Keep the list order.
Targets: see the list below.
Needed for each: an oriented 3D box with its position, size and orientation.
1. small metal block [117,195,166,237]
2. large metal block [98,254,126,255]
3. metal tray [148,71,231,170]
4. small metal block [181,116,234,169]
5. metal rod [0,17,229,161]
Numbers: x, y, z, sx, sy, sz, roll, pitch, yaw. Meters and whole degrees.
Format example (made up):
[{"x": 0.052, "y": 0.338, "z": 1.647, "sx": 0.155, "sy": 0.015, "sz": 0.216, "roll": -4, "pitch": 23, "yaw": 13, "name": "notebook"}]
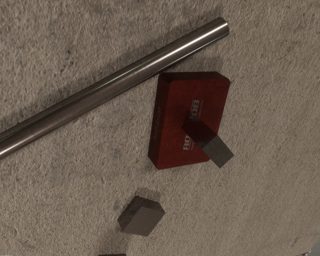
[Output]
[{"x": -0.028, "y": 0.137, "z": 0.478, "sx": 0.050, "sy": 0.025, "sz": 0.050, "roll": 27, "pitch": 103, "yaw": -38, "name": "small metal block"}, {"x": -0.078, "y": 0.261, "z": 0.492, "sx": 0.050, "sy": 0.080, "sz": 0.079, "roll": 13, "pitch": 111, "yaw": -34, "name": "large metal block"}, {"x": 0.037, "y": -0.010, "z": 0.420, "sx": 0.091, "sy": 0.030, "sz": 0.129, "roll": -6, "pitch": 121, "yaw": -26, "name": "metal tray"}, {"x": 0.061, "y": 0.018, "z": 0.398, "sx": 0.025, "sy": 0.050, "sz": 0.050, "roll": -44, "pitch": 130, "yaw": 2, "name": "small metal block"}, {"x": -0.052, "y": -0.048, "z": 0.349, "sx": 0.301, "sy": 0.025, "sz": 0.025, "roll": -30, "pitch": 129, "yaw": -9, "name": "metal rod"}]
